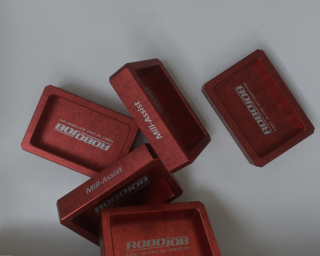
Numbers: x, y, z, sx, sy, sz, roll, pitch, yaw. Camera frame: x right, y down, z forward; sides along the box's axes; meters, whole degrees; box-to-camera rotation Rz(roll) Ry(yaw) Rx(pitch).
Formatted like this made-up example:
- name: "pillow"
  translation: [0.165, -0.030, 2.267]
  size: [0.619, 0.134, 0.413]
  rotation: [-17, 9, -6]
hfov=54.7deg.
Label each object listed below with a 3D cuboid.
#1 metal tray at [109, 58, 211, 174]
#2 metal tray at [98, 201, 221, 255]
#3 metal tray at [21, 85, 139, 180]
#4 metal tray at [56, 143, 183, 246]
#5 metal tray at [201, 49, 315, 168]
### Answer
- name: "metal tray"
  translation: [0.005, -0.020, 0.377]
  size: [0.030, 0.090, 0.130]
  rotation: [-33, 90, 28]
- name: "metal tray"
  translation: [-0.001, 0.135, 0.358]
  size: [0.131, 0.030, 0.090]
  rotation: [1, 47, -19]
- name: "metal tray"
  translation: [-0.101, 0.009, 0.407]
  size: [0.131, 0.030, 0.090]
  rotation: [22, 90, -1]
- name: "metal tray"
  translation: [-0.045, 0.085, 0.381]
  size: [0.130, 0.030, 0.090]
  rotation: [-34, 135, 0]
- name: "metal tray"
  translation: [0.128, -0.025, 0.410]
  size: [0.090, 0.030, 0.130]
  rotation: [-34, 90, -1]
